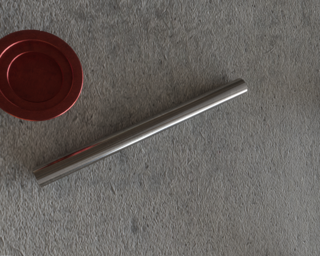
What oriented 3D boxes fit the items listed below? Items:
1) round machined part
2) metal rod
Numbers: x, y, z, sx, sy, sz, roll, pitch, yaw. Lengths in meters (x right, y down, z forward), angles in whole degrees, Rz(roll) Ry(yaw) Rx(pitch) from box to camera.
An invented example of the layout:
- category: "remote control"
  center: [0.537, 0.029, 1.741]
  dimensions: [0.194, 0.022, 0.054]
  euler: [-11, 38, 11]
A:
- category: "round machined part"
  center: [-0.139, -0.056, 0.349]
  dimensions: [0.099, 0.042, 0.097]
  euler: [0, 90, -20]
- category: "metal rod"
  center: [-0.011, -0.002, 0.405]
  dimensions: [0.302, 0.025, 0.025]
  euler: [-24, 98, -19]
